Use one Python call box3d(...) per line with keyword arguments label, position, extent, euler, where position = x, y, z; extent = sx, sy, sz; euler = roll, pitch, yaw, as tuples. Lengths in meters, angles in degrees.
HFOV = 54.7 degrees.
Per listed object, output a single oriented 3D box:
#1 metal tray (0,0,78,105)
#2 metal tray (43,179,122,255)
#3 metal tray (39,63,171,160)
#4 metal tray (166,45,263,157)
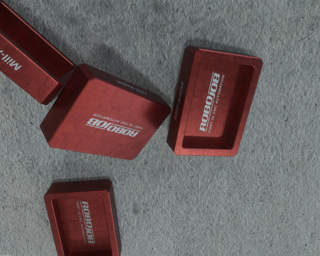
box3d(label="metal tray", position=(-0.155, -0.089, 0.340), extent=(0.130, 0.090, 0.030), euler=(42, 105, -14))
box3d(label="metal tray", position=(-0.110, 0.142, 0.458), extent=(0.091, 0.030, 0.129), euler=(-4, 110, 1))
box3d(label="metal tray", position=(-0.057, -0.011, 0.361), extent=(0.131, 0.030, 0.090), euler=(17, 116, -50))
box3d(label="metal tray", position=(0.065, -0.029, 0.383), extent=(0.091, 0.030, 0.129), euler=(3, 111, -19))
